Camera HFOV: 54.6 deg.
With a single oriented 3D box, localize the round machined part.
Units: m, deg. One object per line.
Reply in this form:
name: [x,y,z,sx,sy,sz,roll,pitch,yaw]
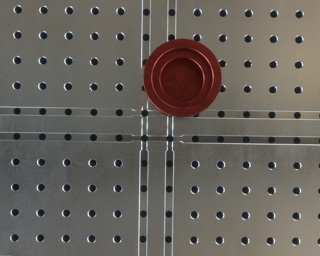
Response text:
round machined part: [0.028,-0.063,0.405,0.099,0.042,0.097,0,90,0]
